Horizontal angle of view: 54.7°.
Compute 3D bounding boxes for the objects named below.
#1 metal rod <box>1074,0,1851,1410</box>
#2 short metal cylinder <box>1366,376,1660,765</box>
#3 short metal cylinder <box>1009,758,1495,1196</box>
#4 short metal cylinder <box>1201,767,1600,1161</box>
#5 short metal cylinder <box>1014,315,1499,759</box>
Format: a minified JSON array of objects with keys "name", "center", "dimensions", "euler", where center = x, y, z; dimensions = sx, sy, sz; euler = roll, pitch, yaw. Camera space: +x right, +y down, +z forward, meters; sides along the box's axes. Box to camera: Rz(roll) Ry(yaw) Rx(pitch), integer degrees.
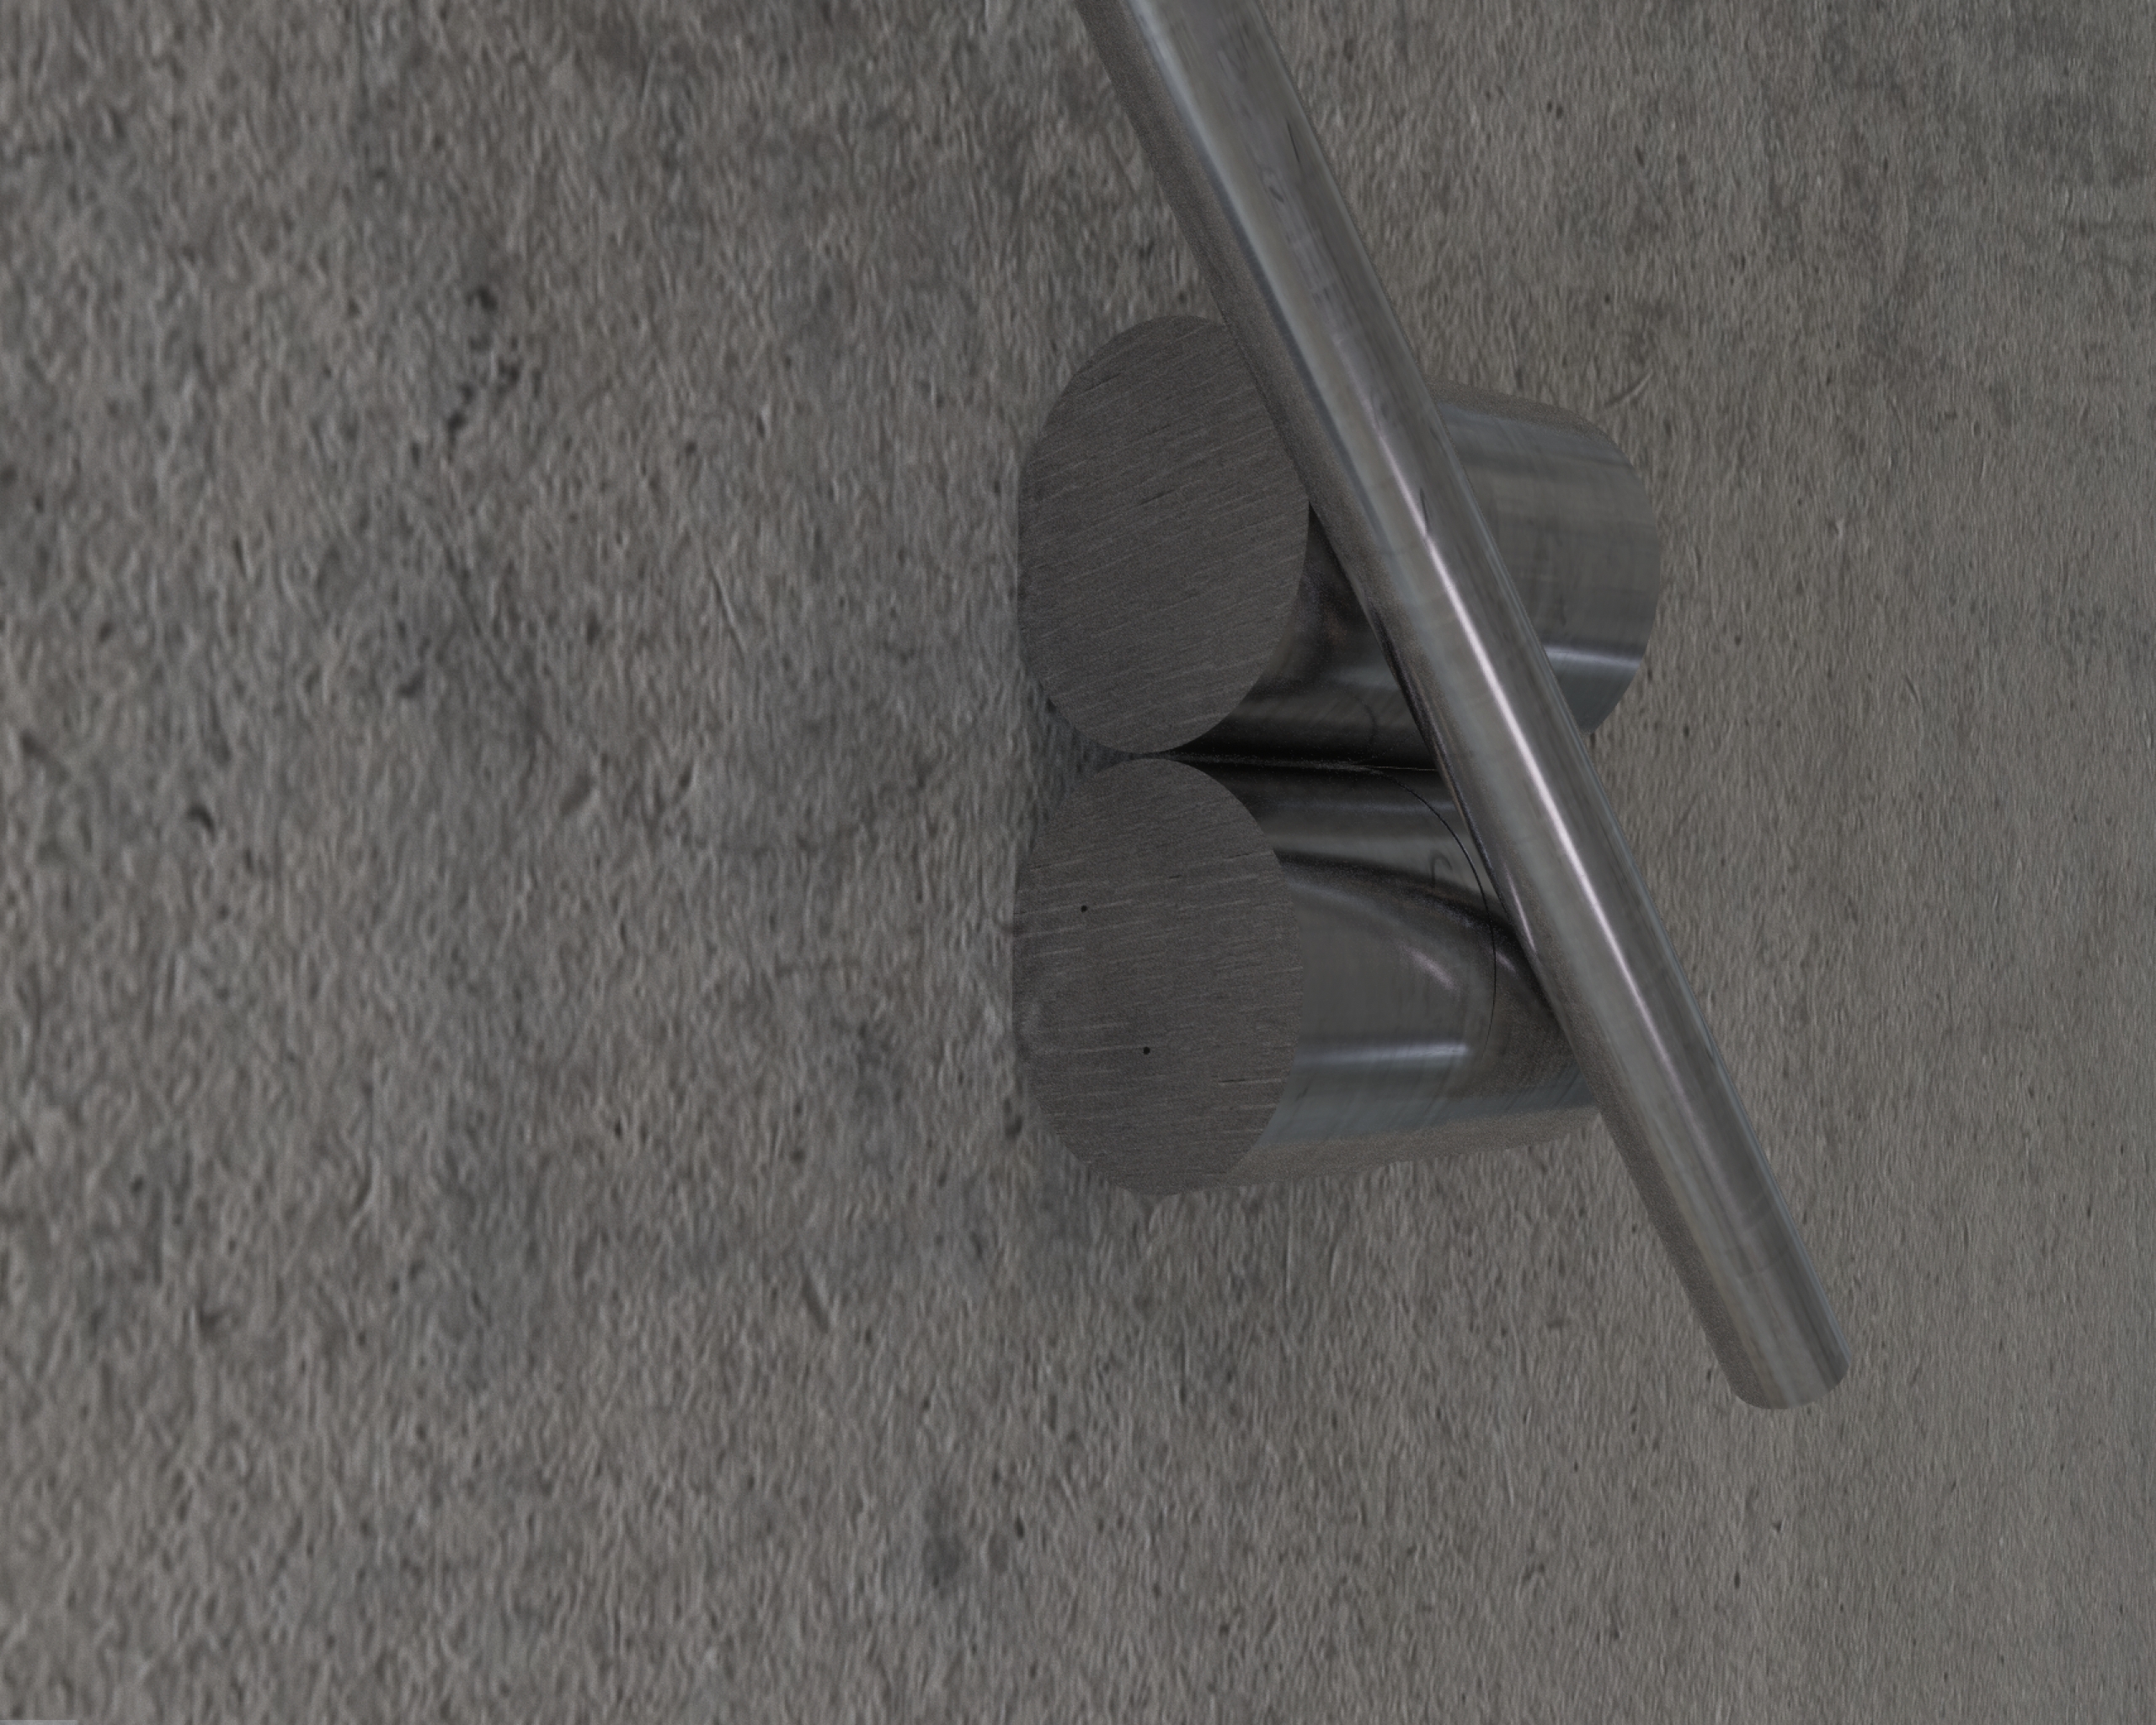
[{"name":"metal rod","center":[0.076,-0.018,0.366],"dimensions":[0.025,0.025,0.299],"euler":[-44,117,-31]},{"name":"short metal cylinder","center":[0.071,-0.059,0.430],"dimensions":[0.050,0.080,0.080],"euler":[1,90,-40]},{"name":"short metal cylinder","center":[0.031,0.021,0.397],"dimensions":[0.050,0.080,0.080],"euler":[1,90,-40]},{"name":"short metal cylinder","center":[0.070,0.021,0.430],"dimensions":[0.050,0.080,0.080],"euler":[1,90,-40]},{"name":"short metal cylinder","center":[0.032,-0.059,0.398],"dimensions":[0.050,0.080,0.080],"euler":[1,90,-40]}]
